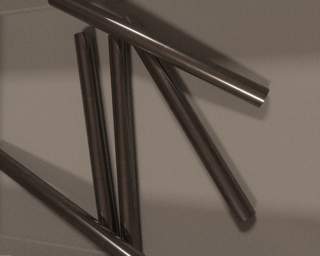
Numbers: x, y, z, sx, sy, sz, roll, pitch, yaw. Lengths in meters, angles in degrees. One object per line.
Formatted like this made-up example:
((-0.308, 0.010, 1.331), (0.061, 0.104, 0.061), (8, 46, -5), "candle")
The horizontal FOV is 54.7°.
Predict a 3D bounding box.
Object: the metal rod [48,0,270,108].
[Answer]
((-0.008, -0.104, 0.388), (0.301, 0.025, 0.025), (28, 99, 8), "metal rod")

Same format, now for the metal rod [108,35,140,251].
((-0.049, 0.021, 0.426), (0.025, 0.025, 0.298), (-4, 89, 19), "metal rod")

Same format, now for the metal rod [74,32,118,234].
((-0.091, 0.013, 0.441), (0.025, 0.025, 0.298), (-9, 87, 19), "metal rod")

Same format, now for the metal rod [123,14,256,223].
((0.031, -0.020, 0.399), (0.025, 0.025, 0.299), (-33, 80, 17), "metal rod")

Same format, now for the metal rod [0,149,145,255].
((-0.148, 0.105, 0.443), (0.300, 0.025, 0.025), (27, 99, 24), "metal rod")
